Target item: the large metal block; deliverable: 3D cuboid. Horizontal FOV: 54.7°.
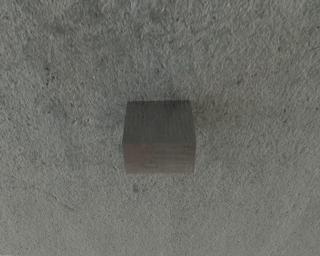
[{"bbox_3d":[-0.001,0.009,0.381,0.081,0.080,0.050,-1,130,0],"label":"large metal block"}]
